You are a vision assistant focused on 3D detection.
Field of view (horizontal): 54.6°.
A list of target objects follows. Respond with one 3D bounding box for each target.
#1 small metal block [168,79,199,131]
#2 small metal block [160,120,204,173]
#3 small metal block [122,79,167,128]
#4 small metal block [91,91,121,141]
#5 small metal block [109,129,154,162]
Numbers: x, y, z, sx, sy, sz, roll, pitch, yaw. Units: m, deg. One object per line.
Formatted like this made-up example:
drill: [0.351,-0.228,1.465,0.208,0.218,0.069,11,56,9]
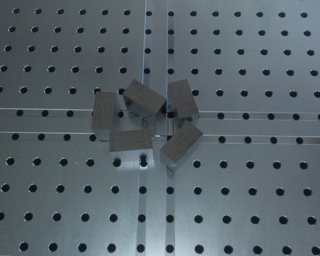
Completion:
small metal block: [0.029,-0.029,0.409,0.025,0.050,0.050,-15,70,-5]
small metal block: [0.026,0.025,0.389,0.025,0.050,0.050,40,75,14]
small metal block: [-0.019,-0.031,0.410,0.050,0.050,0.025,32,74,10]
small metal block: [-0.069,-0.014,0.403,0.025,0.050,0.050,3,71,1]
small metal block: [-0.035,0.023,0.390,0.050,0.050,0.025,-5,70,-2]
